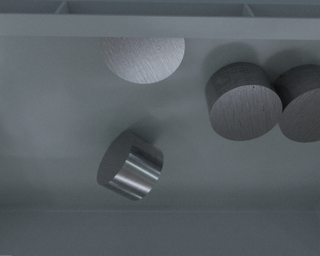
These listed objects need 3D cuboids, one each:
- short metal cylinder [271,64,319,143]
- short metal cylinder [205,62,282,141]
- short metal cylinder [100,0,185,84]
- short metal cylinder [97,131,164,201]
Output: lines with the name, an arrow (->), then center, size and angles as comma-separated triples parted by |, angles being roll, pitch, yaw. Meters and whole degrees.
short metal cylinder -> 0.177, -0.029, 0.370 | 0.081, 0.050, 0.079 | 0, 130, 0
short metal cylinder -> 0.096, -0.031, 0.367 | 0.080, 0.050, 0.079 | 0, 130, 0
short metal cylinder -> -0.017, -0.092, 0.314 | 0.081, 0.050, 0.079 | 0, 130, 0
short metal cylinder -> -0.040, 0.050, 0.415 | 0.050, 0.080, 0.080 | 33, 122, -25
